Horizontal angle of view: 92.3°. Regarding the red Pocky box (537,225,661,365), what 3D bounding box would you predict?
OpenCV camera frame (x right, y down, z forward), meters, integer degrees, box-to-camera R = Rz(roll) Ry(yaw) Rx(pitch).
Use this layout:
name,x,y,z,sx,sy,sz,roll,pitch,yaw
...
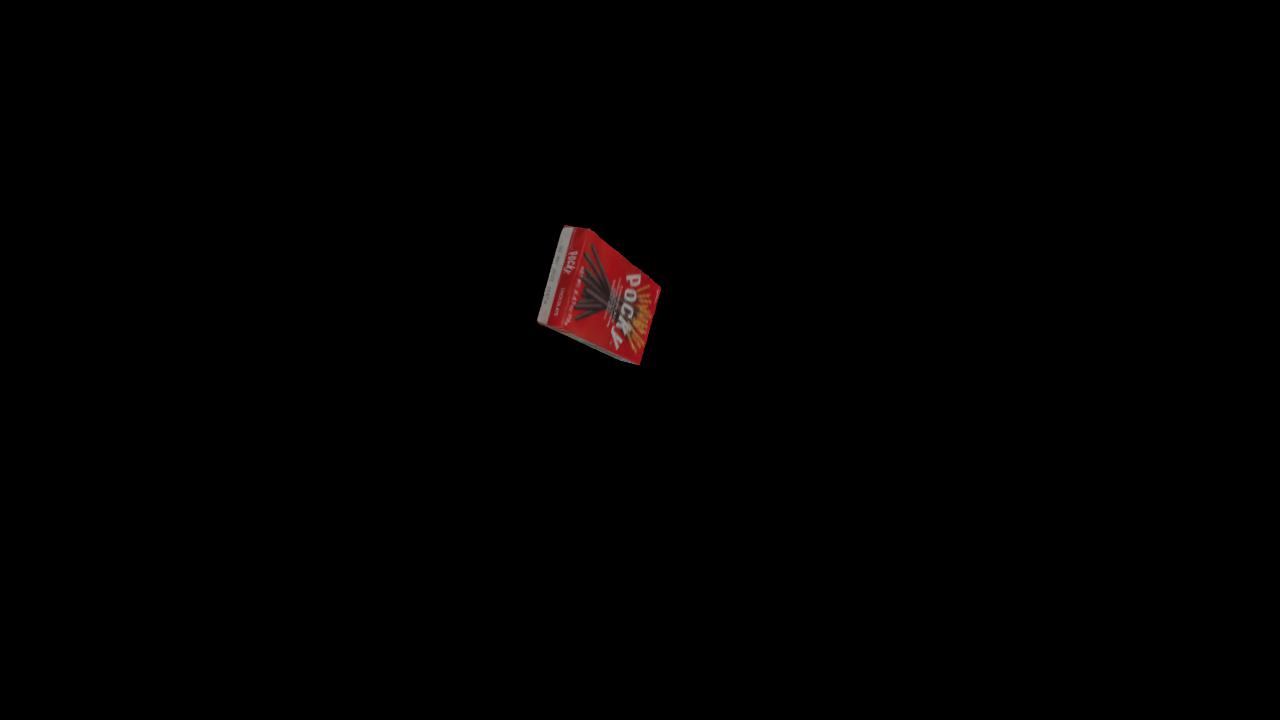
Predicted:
name,x,y,z,sx,sy,sz,roll,pitch,yaw
red Pocky box,-0.029,-0.050,0.537,0.028,0.083,0.155,11,-6,25
